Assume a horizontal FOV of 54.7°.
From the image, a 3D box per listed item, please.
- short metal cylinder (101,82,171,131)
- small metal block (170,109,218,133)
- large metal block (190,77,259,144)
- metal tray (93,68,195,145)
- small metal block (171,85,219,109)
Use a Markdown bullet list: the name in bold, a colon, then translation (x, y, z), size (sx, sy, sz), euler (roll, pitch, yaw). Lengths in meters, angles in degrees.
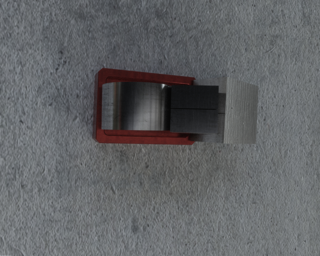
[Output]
- **short metal cylinder**: translation (-0.026, -0.023, 0.358), size (0.081, 0.080, 0.050), euler (1, 90, -20)
- **small metal block**: translation (0.039, -0.007, 0.355), size (0.050, 0.050, 0.025), euler (2, 88, 6)
- **large metal block**: translation (0.088, -0.020, 0.414), size (0.081, 0.050, 0.080), euler (4, 89, -46)
- **metal tray**: translation (-0.018, -0.025, 0.401), size (0.131, 0.030, 0.089), euler (2, 89, -20)
- **small metal block**: translation (0.040, -0.032, 0.356), size (0.050, 0.050, 0.025), euler (2, 88, 6)
